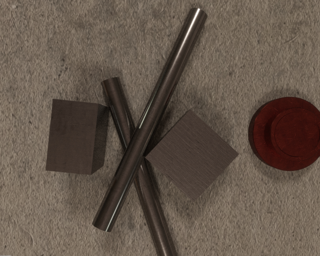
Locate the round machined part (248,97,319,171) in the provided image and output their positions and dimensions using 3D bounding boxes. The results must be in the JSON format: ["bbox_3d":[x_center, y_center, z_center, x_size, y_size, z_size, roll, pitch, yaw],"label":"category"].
[{"bbox_3d":[0.170,0.008,0.404,0.099,0.042,0.097,0,90,-1],"label":"round machined part"}]

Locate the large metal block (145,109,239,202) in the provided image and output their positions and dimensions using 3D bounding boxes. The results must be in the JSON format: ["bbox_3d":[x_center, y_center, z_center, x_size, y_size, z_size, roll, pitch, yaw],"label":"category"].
[{"bbox_3d":[0.039,0.033,0.398,0.080,0.050,0.080,43,90,-1],"label":"large metal block"}]

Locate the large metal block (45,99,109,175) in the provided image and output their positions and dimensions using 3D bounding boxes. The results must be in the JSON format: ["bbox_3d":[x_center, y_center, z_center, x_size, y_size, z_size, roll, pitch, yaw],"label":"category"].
[{"bbox_3d":[-0.097,0.010,0.381,0.050,0.080,0.079,6,90,0],"label":"large metal block"}]

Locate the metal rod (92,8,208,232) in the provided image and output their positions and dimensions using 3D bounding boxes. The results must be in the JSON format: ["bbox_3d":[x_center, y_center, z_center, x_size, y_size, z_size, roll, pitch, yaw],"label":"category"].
[{"bbox_3d":[-0.009,-0.016,0.391,0.025,0.025,0.299,24,82,-1],"label":"metal rod"}]

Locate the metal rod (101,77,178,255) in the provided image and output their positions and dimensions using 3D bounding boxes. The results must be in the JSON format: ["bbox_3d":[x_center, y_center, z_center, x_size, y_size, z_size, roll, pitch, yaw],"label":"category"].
[{"bbox_3d":[-0.019,0.079,0.409,0.025,0.025,0.298,-18,90,0],"label":"metal rod"}]
